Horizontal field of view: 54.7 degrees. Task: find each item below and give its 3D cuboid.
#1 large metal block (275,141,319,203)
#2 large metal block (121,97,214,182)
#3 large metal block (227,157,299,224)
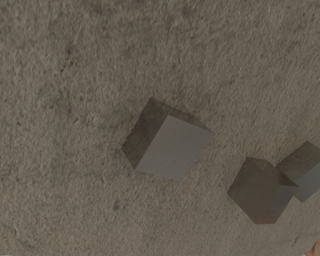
[{"bbox_3d":[0.281,0.086,0.601,0.080,0.050,0.080,-37,130,-4],"label":"large metal block"},{"bbox_3d":[0.009,0.017,0.408,0.080,0.050,0.080,20,108,-36],"label":"large metal block"},{"bbox_3d":[0.175,0.108,0.537,0.050,0.080,0.079,10,113,-33],"label":"large metal block"}]
